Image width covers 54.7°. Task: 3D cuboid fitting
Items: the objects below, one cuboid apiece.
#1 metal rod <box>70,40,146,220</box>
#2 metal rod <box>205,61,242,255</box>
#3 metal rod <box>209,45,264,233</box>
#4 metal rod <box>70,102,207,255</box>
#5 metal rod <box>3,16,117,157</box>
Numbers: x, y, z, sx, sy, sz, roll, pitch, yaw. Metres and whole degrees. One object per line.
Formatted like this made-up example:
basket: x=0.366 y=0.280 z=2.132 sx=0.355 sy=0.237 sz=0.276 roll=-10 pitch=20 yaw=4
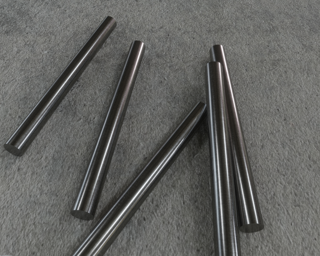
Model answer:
metal rod: x=-0.059 y=-0.022 z=0.420 sx=0.025 sy=0.025 sz=0.300 roll=7 pitch=50 yaw=5
metal rod: x=0.070 y=0.035 z=0.358 sx=0.025 sy=0.025 sz=0.300 roll=2 pitch=54 yaw=2
metal rod: x=0.094 y=-0.012 z=0.413 sx=0.025 sy=0.025 sz=0.300 roll=0 pitch=50 yaw=0
metal rod: x=-0.025 y=0.070 z=0.343 sx=0.025 sy=0.025 sz=0.301 roll=27 pitch=55 yaw=21
metal rod: x=-0.135 y=-0.082 z=0.471 sx=0.025 sy=0.025 sz=0.300 roll=13 pitch=51 yaw=11
